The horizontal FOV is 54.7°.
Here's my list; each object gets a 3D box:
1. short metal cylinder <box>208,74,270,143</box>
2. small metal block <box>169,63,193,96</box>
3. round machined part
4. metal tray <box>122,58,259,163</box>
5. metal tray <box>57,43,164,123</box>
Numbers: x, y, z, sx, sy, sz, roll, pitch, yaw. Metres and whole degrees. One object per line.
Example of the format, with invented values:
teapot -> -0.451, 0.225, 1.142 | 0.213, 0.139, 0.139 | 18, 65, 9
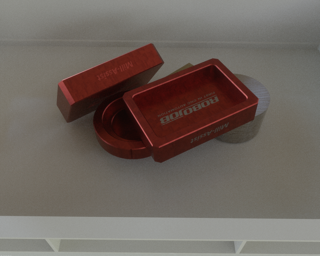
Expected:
short metal cylinder -> 0.098, -0.027, 0.410 | 0.081, 0.050, 0.080 | 0, 50, 0
small metal block -> 0.031, -0.055, 0.433 | 0.050, 0.050, 0.025 | -35, 59, -28
round machined part -> -0.032, 0.000, 0.393 | 0.099, 0.042, 0.098 | 0, 50, 0
metal tray -> 0.034, -0.025, 0.359 | 0.131, 0.030, 0.090 | -24, 53, -14
metal tray -> -0.067, -0.058, 0.406 | 0.131, 0.090, 0.030 | -29, 88, -23
